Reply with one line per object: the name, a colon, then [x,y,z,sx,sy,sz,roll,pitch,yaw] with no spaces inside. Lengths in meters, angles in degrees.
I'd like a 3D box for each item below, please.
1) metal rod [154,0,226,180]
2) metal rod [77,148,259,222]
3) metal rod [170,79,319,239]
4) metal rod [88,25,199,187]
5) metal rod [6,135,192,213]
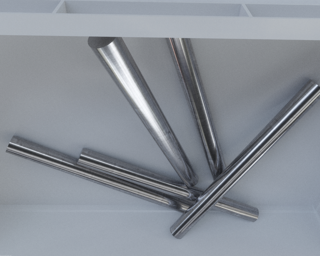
metal rod: [0.053,-0.017,0.395,0.025,0.025,0.299,-14,129,11]
metal rod: [0.022,0.093,0.480,0.302,0.025,0.025,21,127,-15]
metal rod: [0.108,0.058,0.431,0.025,0.025,0.298,27,116,-21]
metal rod: [0.002,0.005,0.358,0.025,0.025,0.300,-15,146,12]
metal rod: [-0.076,0.079,0.475,0.302,0.025,0.025,24,126,-20]
